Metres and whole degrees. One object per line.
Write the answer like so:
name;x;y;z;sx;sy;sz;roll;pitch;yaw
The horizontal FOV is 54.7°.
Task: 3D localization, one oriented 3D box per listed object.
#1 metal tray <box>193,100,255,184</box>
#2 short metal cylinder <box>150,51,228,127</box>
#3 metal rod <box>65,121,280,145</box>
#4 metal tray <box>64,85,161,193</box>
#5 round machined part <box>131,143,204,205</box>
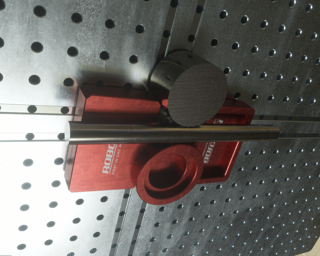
metal tray;0.077;0.022;0.459;0.091;0.030;0.129;1;118;-29
short metal cylinder;0.035;-0.048;0.379;0.081;0.050;0.079;-14;124;-21
metal rod;0.037;0.006;0.391;0.303;0.025;0.025;0;118;-29
metal tray;-0.060;0.016;0.379;0.091;0.030;0.129;3;117;-30
round machined part;0.007;0.053;0.420;0.099;0.042;0.097;-14;124;-21
